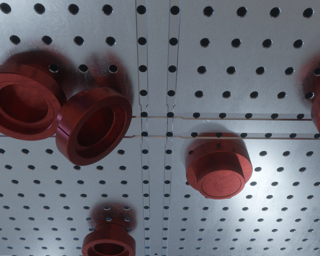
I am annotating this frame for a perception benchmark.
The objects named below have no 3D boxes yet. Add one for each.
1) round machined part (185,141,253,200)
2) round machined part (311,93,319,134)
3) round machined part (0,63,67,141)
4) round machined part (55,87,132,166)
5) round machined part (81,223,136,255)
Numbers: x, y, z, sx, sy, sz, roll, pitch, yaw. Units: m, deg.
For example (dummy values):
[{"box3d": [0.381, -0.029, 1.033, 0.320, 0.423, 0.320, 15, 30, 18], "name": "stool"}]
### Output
[{"box3d": [0.088, 0.069, 0.460, 0.099, 0.042, 0.097, 0, 130, 0], "name": "round machined part"}, {"box3d": [0.234, -0.030, 0.377, 0.099, 0.042, 0.097, 0, 130, 0], "name": "round machined part"}, {"box3d": [-0.160, -0.034, 0.370, 0.099, 0.042, 0.097, 0, 130, 0], "name": "round machined part"}, {"box3d": [-0.083, -0.006, 0.371, 0.042, 0.099, 0.097, 36, 135, 25], "name": "round machined part"}, {"box3d": [-0.094, 0.217, 0.584, 0.099, 0.042, 0.097, 0, 130, 0], "name": "round machined part"}]
